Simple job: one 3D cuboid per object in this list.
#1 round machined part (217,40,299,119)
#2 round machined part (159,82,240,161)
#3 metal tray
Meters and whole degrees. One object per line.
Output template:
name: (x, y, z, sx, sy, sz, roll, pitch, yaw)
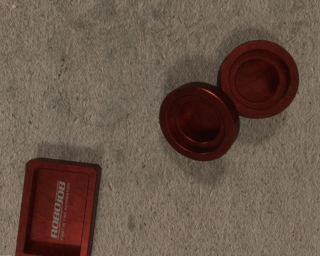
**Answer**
round machined part: (0.123, -0.061, 0.403, 0.099, 0.042, 0.097, 0, 90, -1)
round machined part: (0.052, -0.011, 0.386, 0.098, 0.042, 0.097, 14, 121, 26)
metal tray: (-0.131, 0.109, 0.405, 0.091, 0.030, 0.129, 7, 90, -1)
